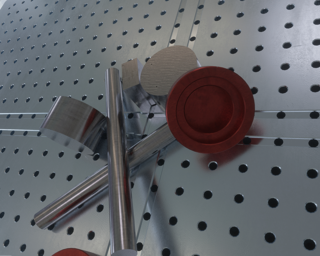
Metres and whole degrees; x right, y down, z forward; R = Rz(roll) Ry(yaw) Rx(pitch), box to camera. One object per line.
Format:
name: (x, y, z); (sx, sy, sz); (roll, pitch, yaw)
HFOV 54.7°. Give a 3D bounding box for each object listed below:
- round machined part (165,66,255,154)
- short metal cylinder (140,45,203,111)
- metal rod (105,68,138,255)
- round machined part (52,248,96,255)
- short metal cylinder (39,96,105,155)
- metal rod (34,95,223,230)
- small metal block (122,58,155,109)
round machined part: (0.055, -0.023, 0.359); (0.098, 0.098, 0.042); (-35, 12, 5)
short metal cylinder: (0.021, -0.064, 0.421); (0.080, 0.050, 0.080); (-13, 57, 21)
metal rod: (-0.055, 0.016, 0.397); (0.025, 0.025, 0.300); (-25, 43, 13)
round machined part: (-0.108, 0.184, 0.342); (0.098, 0.042, 0.098); (-13, 56, 21)
short metal cylinder: (-0.120, -0.002, 0.438); (0.080, 0.080, 0.050); (9, 67, 32)
metal rod: (-0.037, 0.039, 0.403); (0.300, 0.025, 0.025); (-35, 51, 5)
small metal block: (-0.031, -0.064, 0.448); (0.025, 0.050, 0.050); (-19, 54, 17)
